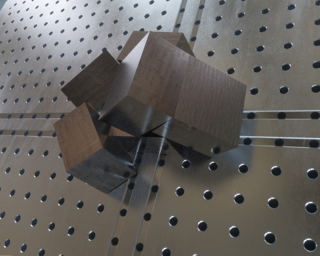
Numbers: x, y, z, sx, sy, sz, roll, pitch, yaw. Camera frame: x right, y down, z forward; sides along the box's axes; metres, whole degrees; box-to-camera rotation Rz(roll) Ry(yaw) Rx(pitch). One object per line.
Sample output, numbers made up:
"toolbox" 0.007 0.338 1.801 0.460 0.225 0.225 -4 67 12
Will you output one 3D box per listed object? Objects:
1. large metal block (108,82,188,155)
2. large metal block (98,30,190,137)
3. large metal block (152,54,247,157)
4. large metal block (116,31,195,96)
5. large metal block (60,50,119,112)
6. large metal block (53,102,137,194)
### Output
"large metal block" -0.010 -0.013 0.407 0.080 0.050 0.080 1 62 29
"large metal block" -0.019 -0.044 0.341 0.080 0.050 0.080 -28 41 56
"large metal block" 0.046 -0.023 0.353 0.050 0.080 0.080 -33 37 58
"large metal block" 0.002 -0.085 0.425 0.080 0.080 0.050 14 69 34
"large metal block" -0.086 -0.061 0.449 0.080 0.080 0.050 -41 95 0
"large metal block" -0.083 0.027 0.400 0.050 0.080 0.080 -34 52 5
